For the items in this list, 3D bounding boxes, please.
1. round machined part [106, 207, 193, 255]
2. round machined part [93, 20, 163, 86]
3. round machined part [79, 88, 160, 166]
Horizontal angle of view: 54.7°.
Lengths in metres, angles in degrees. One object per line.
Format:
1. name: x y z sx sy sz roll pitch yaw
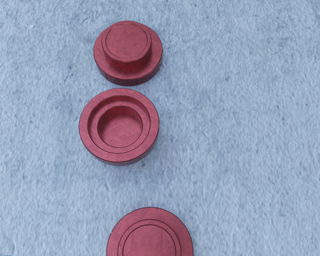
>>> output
1. round machined part: -0.012 0.139 0.348 0.099 0.042 0.098 0 70 -1
2. round machined part: -0.046 -0.112 0.439 0.099 0.042 0.098 0 70 -1
3. round machined part: -0.050 0.002 0.398 0.099 0.042 0.098 0 70 -1
